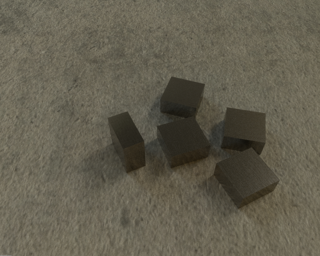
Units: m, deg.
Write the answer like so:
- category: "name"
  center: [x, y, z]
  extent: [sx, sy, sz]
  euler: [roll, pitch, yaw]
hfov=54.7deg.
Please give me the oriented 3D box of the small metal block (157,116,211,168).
- category: "small metal block"
  center: [0.028, 0.017, 0.389]
  extent: [0.050, 0.025, 0.050]
  euler: [-15, 52, -13]

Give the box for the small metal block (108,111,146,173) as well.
- category: "small metal block"
  center: [-0.040, 0.017, 0.372]
  extent: [0.025, 0.050, 0.050]
  euler: [-20, 53, -16]

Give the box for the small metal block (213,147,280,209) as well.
- category: "small metal block"
  center: [0.098, 0.057, 0.357]
  extent: [0.050, 0.025, 0.050]
  euler: [-21, 53, -17]

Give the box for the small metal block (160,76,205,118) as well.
- category: "small metal block"
  center: [0.032, -0.043, 0.440]
  extent: [0.050, 0.025, 0.050]
  euler: [15, 51, 11]

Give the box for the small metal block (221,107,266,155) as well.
- category: "small metal block"
  center: [0.108, 0.003, 0.402]
  extent: [0.050, 0.025, 0.050]
  euler: [10, 51, 7]
